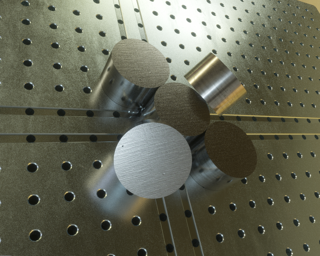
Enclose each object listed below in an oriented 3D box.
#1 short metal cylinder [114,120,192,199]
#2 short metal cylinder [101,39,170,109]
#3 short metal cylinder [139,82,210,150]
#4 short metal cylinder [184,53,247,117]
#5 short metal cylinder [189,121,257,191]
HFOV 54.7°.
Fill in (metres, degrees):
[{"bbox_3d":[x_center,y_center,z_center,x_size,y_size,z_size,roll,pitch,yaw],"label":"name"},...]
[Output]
[{"bbox_3d":[-0.008,0.032,0.343,0.081,0.050,0.079,0,95,-3],"label":"short metal cylinder"},{"bbox_3d":[-0.034,-0.073,0.419,0.081,0.050,0.080,14,56,-21],"label":"short metal cylinder"},{"bbox_3d":[0.019,-0.014,0.412,0.081,0.050,0.080,14,56,-21],"label":"short metal cylinder"},{"bbox_3d":[0.080,-0.063,0.449,0.080,0.050,0.080,47,10,-10],"label":"short metal cylinder"},{"bbox_3d":[0.081,0.038,0.414,0.081,0.050,0.080,14,56,-21],"label":"short metal cylinder"}]
